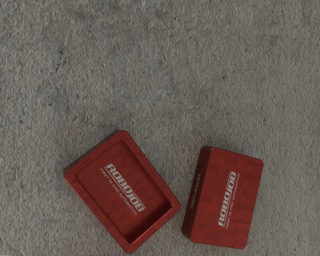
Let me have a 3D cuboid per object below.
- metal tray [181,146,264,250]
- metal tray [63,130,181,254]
[{"bbox_3d":[0.090,0.098,0.440,0.091,0.030,0.129,16,85,-20],"label":"metal tray"},{"bbox_3d":[-0.045,0.078,0.389,0.090,0.030,0.130,-39,103,-16],"label":"metal tray"}]
